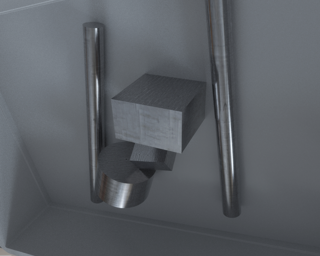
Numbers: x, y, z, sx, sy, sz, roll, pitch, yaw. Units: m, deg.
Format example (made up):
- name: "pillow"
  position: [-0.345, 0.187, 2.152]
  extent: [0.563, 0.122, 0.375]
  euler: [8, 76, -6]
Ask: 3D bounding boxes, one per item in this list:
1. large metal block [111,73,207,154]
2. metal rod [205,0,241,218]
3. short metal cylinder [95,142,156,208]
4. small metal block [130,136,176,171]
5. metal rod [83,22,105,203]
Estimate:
- name: "large metal block"
  position: [0.002, -0.021, 0.358]
  extent: [0.080, 0.080, 0.050]
  euler: [12, 123, 21]
- name: "metal rod"
  position: [0.076, -0.016, 0.358]
  extent: [0.025, 0.025, 0.298]
  euler: [4, 121, 26]
- name: "short metal cylinder"
  position: [-0.049, 0.065, 0.438]
  extent: [0.080, 0.080, 0.050]
  euler: [25, 127, 12]
- name: "small metal block"
  position: [-0.006, 0.027, 0.407]
  extent: [0.050, 0.050, 0.025]
  euler: [0, 148, 28]
- name: "metal rod"
  position: [-0.094, -0.001, 0.455]
  extent: [0.025, 0.025, 0.298]
  euler: [18, 126, 17]
